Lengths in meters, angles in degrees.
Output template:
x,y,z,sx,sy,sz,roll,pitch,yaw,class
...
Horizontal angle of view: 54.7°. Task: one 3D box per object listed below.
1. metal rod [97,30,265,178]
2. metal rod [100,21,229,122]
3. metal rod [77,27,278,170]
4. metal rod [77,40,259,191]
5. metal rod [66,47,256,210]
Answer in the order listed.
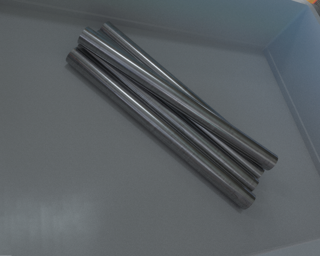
x,y,z,sx,sy,sz,roll,pitch,yaw,class
0.024,-0.031,0.435,0.300,0.025,0.025,40,51,-1,metal rod
0.034,-0.048,0.451,0.300,0.025,0.025,40,51,-1,metal rod
0.028,-0.035,0.407,0.301,0.025,0.025,33,51,-6,metal rod
0.011,-0.017,0.420,0.300,0.025,0.025,40,51,-1,metal rod
0.002,0.001,0.404,0.300,0.025,0.025,40,51,-1,metal rod
